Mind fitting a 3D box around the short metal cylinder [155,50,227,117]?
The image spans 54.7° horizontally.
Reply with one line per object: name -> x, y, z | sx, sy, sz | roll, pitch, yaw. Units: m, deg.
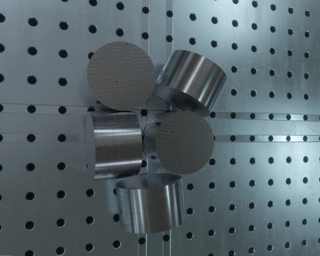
short metal cylinder -> 0.038, -0.056, 0.397 | 0.080, 0.080, 0.050 | 30, 80, -18

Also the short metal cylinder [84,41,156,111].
short metal cylinder -> -0.051, -0.060, 0.380 | 0.081, 0.050, 0.079 | 0, 90, -19

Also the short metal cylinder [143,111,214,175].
short metal cylinder -> 0.023, 0.018, 0.408 | 0.081, 0.050, 0.079 | 0, 91, -21

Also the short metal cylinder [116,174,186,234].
short metal cylinder -> -0.011, 0.089, 0.379 | 0.081, 0.080, 0.050 | -7, 93, -20

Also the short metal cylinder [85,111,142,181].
short metal cylinder -> -0.057, 0.020, 0.363 | 0.050, 0.080, 0.079 | -3, 91, -21
